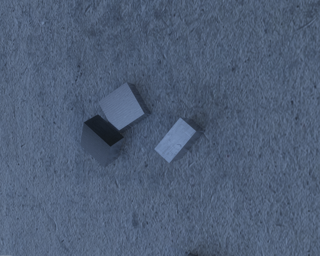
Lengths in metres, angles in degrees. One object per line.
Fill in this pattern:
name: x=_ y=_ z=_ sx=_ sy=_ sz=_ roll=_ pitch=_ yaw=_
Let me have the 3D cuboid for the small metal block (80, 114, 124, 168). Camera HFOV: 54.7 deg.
small metal block: x=-0.080 y=0.018 z=0.424 sx=0.050 sy=0.025 sz=0.050 roll=40 pitch=138 yaw=15

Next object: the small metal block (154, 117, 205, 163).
small metal block: x=0.026 y=0.014 z=0.386 sx=0.025 sy=0.050 sz=0.050 roll=42 pitch=103 yaw=15

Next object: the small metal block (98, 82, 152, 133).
small metal block: x=-0.048 y=-0.027 z=0.426 sx=0.050 sy=0.025 sz=0.050 roll=-33 pitch=80 yaw=17

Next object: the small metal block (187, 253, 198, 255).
small metal block: x=0.053 y=0.194 z=0.390 sx=0.050 sy=0.025 sz=0.050 roll=13 pitch=94 yaw=19
